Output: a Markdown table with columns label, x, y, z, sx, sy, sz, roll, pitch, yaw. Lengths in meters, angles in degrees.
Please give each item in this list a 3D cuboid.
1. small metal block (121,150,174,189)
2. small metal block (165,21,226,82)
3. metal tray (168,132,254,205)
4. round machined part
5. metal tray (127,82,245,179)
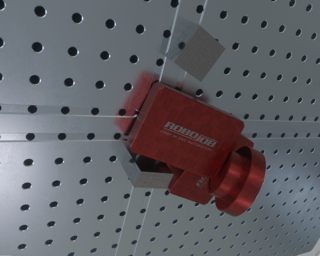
| label | x | y | z | sx | sy | sz | roll | pitch | yaw |
| --- | --- | --- | --- | --- | --- | --- | --- | --- | --- |
| small metal block | -0.018 | 0.056 | 0.420 | 0.050 | 0.050 | 0.025 | 10 | 113 | -33 |
| small metal block | 0.043 | -0.092 | 0.377 | 0.050 | 0.025 | 0.050 | 28 | 103 | -38 |
| metal tray | 0.075 | 0.053 | 0.482 | 0.090 | 0.030 | 0.130 | 28 | 103 | -38 |
| round machined part | 0.100 | 0.068 | 0.431 | 0.042 | 0.098 | 0.097 | 25 | 107 | -5 |
| metal tray | 0.034 | 0.006 | 0.407 | 0.131 | 0.030 | 0.090 | 21 | 104 | -21 |
